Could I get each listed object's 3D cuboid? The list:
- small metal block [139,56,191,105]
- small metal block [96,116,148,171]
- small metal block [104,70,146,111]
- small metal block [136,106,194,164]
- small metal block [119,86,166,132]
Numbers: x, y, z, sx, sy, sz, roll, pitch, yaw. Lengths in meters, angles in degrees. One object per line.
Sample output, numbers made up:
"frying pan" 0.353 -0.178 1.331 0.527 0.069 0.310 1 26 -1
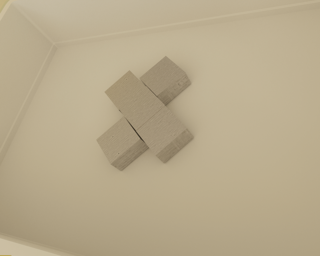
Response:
"small metal block" 0.007 -0.067 0.441 0.050 0.025 0.050 -40 51 -1
"small metal block" -0.051 0.021 0.418 0.050 0.025 0.050 -41 51 1
"small metal block" -0.046 -0.050 0.458 0.050 0.025 0.050 -41 51 0
"small metal block" 0.006 0.008 0.395 0.050 0.025 0.050 -41 51 0
"small metal block" -0.020 -0.022 0.426 0.050 0.025 0.050 -41 51 0
